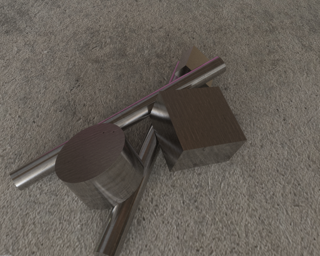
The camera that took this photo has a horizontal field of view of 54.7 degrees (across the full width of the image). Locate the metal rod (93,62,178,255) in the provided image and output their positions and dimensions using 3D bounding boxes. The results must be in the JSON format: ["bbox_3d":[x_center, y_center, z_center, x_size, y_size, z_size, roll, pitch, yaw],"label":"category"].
[{"bbox_3d":[-0.009,0.015,0.391,0.025,0.025,0.300,14,51,11],"label":"metal rod"}]

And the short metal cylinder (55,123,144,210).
[{"bbox_3d":[-0.064,0.041,0.337,0.080,0.050,0.080,-15,41,14],"label":"short metal cylinder"}]

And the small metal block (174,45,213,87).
[{"bbox_3d":[0.054,-0.086,0.461,0.050,0.025,0.050,38,49,-20],"label":"small metal block"}]

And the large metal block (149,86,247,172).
[{"bbox_3d":[0.042,0.000,0.370,0.081,0.050,0.080,-8,59,-23],"label":"large metal block"}]

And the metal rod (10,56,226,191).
[{"bbox_3d":[-0.040,-0.014,0.393,0.302,0.025,0.025,-31,57,-16],"label":"metal rod"}]
